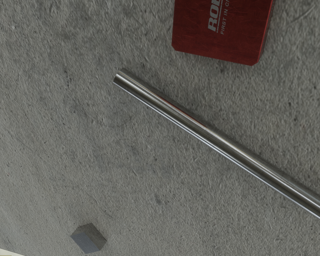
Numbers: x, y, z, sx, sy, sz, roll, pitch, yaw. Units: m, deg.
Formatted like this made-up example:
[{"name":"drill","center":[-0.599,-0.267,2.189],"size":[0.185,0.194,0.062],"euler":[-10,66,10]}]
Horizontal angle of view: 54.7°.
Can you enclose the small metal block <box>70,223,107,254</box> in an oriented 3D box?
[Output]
[{"name":"small metal block","center":[-0.143,0.221,0.619],"size":[0.050,0.025,0.050],"euler":[-28,103,37]}]

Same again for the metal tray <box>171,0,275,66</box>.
[{"name":"metal tray","center":[0.062,-0.132,0.290],"size":[0.090,0.030,0.129],"euler":[16,125,18]}]

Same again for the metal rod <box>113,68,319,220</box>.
[{"name":"metal rod","center":[0.073,0.017,0.378],"size":[0.301,0.025,0.025],"euler":[34,129,6]}]
